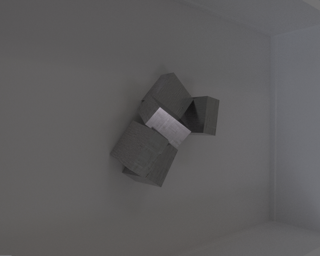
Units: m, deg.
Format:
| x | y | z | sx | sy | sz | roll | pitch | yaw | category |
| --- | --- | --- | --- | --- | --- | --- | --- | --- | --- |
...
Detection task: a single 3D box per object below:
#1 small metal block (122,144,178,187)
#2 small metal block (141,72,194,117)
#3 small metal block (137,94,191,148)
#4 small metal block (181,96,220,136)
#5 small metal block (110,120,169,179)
| x | y | z | sx | sy | sz | roll | pitch | yaw | category |
| --- | --- | --- | --- | --- | --- | --- | --- | --- | --- |
| -0.013 | 0.041 | 0.380 | 0.025 | 0.050 | 0.050 | 40 | 66 | -33 | small metal block |
| 0.011 | -0.038 | 0.416 | 0.050 | 0.025 | 0.050 | 50 | 61 | -28 | small metal block |
| 0.004 | -0.009 | 0.370 | 0.050 | 0.050 | 0.025 | 37 | 99 | -26 | small metal block |
| 0.053 | -0.016 | 0.434 | 0.025 | 0.050 | 0.050 | 13 | 82 | -40 | small metal block |
| -0.025 | 0.024 | 0.362 | 0.025 | 0.050 | 0.050 | 39 | 81 | -37 | small metal block |
